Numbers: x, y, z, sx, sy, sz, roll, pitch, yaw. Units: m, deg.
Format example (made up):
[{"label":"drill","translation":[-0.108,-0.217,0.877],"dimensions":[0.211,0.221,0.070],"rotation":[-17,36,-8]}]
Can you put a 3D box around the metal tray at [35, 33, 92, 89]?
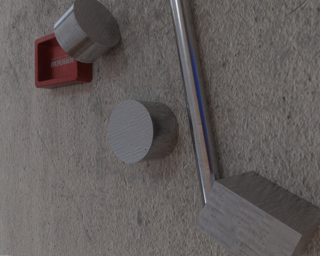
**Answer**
[{"label":"metal tray","translation":[-0.172,-0.120,0.543],"dimensions":[0.130,0.030,0.089],"rotation":[-1,89,40]}]

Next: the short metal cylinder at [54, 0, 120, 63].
[{"label":"short metal cylinder","translation":[-0.106,-0.143,0.457],"dimensions":[0.050,0.081,0.080],"rotation":[-26,74,37]}]

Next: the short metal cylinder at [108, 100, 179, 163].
[{"label":"short metal cylinder","translation":[-0.023,0.004,0.407],"dimensions":[0.080,0.050,0.080],"rotation":[0,90,40]}]

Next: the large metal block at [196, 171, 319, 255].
[{"label":"large metal block","translation":[0.096,0.086,0.290],"dimensions":[0.080,0.081,0.050],"rotation":[30,109,36]}]

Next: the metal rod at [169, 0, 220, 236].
[{"label":"metal rod","translation":[0.044,-0.027,0.368],"dimensions":[0.025,0.025,0.298],"rotation":[-14,81,39]}]
